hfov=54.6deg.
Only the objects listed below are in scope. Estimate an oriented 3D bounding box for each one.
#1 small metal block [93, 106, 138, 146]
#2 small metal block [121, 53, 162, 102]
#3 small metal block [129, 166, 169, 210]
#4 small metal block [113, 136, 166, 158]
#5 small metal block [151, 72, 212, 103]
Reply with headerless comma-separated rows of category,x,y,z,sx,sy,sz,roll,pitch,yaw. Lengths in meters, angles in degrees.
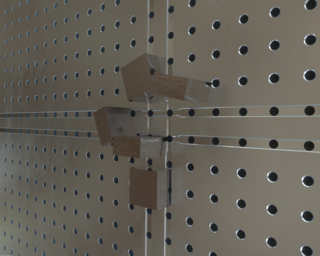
small metal block,-0.063,-0.002,0.446,0.025,0.050,0.050,-27,73,37
small metal block,-0.024,-0.068,0.430,0.050,0.025,0.050,-23,76,38
small metal block,-0.015,0.080,0.423,0.050,0.025,0.050,1,91,40
small metal block,-0.027,0.024,0.417,0.050,0.050,0.025,3,92,40
small metal block,0.026,-0.048,0.373,0.050,0.050,0.025,18,101,39
